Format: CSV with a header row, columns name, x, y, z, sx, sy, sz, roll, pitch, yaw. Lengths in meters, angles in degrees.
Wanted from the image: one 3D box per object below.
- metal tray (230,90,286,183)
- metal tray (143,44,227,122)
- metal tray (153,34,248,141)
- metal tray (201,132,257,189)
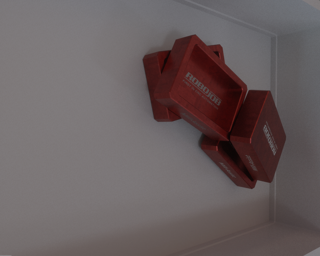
name,x,y,z,sx,sy,sz,roll,pitch,yaw
metal tray,0.154,0.015,0.472,0.130,0.030,0.090,50,58,-44
metal tray,0.043,-0.066,0.438,0.131,0.030,0.089,-18,102,-39
metal tray,0.060,-0.049,0.412,0.130,0.030,0.090,33,71,-36
metal tray,0.127,0.030,0.504,0.130,0.030,0.090,44,63,-35
